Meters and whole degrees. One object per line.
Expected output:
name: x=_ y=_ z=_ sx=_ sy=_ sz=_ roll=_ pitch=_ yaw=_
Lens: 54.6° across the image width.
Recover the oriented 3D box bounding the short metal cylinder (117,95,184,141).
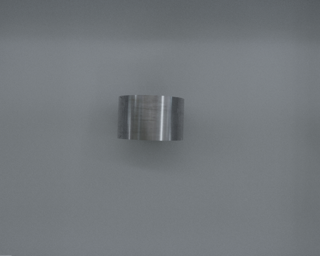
short metal cylinder: x=-0.011 y=-0.011 z=0.381 sx=0.080 sy=0.080 sz=0.050 roll=2 pitch=90 yaw=0
